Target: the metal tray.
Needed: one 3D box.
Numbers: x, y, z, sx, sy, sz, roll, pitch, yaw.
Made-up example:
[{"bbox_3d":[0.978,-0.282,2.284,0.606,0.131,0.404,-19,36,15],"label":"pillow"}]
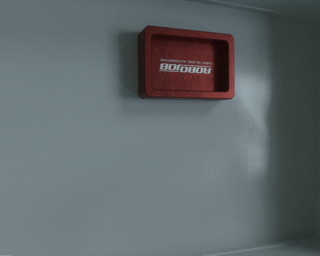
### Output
[{"bbox_3d":[0.037,-0.084,0.420,0.131,0.030,0.090,-1,90,-20],"label":"metal tray"}]
